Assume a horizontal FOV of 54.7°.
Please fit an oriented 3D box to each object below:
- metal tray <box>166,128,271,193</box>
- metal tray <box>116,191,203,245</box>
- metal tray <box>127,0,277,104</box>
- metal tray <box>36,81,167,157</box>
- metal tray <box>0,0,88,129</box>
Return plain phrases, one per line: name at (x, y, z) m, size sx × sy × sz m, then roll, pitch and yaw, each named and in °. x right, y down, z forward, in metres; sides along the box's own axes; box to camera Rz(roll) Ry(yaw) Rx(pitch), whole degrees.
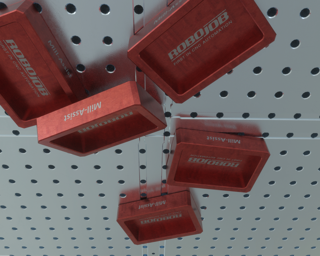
metal tray at (0.080, 0.050, 0.452) m, size 0.131 × 0.030 × 0.089 m, roll 7°, pitch 130°, yaw -6°
metal tray at (0.001, 0.161, 0.545) m, size 0.130 × 0.030 × 0.090 m, roll -14°, pitch 129°, yaw 11°
metal tray at (0.041, -0.093, 0.329) m, size 0.130 × 0.030 × 0.090 m, roll -34°, pitch 123°, yaw 25°
metal tray at (-0.068, -0.005, 0.375) m, size 0.130 × 0.030 × 0.090 m, roll -19°, pitch 158°, yaw 15°
metal tray at (-0.153, -0.065, 0.350) m, size 0.090 × 0.030 × 0.130 m, roll -15°, pitch 129°, yaw 11°
